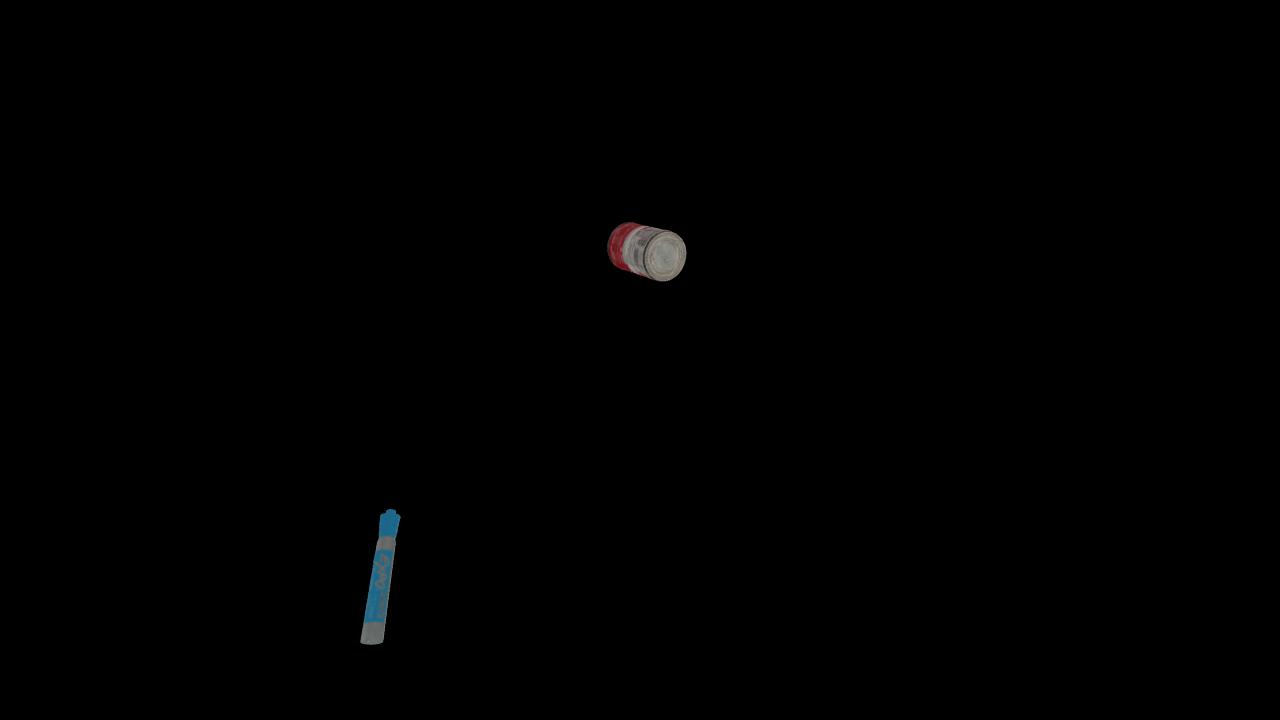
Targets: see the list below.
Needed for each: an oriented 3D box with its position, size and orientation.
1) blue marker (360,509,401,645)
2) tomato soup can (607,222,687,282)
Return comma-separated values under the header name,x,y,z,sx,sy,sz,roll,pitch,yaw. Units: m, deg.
name,x,y,z,sx,sy,sz,roll,pitch,yaw
blue marker,-0.239,0.197,0.571,0.020,0.121,0.020,-4,-35,-3
tomato soup can,0.009,-0.147,0.827,0.068,0.068,0.101,0,16,-32
